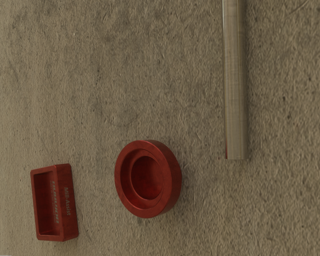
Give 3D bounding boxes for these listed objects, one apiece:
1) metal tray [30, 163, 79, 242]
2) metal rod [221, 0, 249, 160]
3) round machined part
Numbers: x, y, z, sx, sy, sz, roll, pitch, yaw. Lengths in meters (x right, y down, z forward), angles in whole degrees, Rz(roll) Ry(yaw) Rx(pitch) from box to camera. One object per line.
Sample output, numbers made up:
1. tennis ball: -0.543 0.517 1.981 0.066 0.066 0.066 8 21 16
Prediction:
1. metal tray: -0.193 0.134 0.560 0.090 0.030 0.129 -15 81 39
2. metal rod: 0.080 -0.116 0.338 0.025 0.025 0.298 -2 89 40
3. round machined part: -0.011 0.064 0.403 0.098 0.042 0.097 0 90 40
